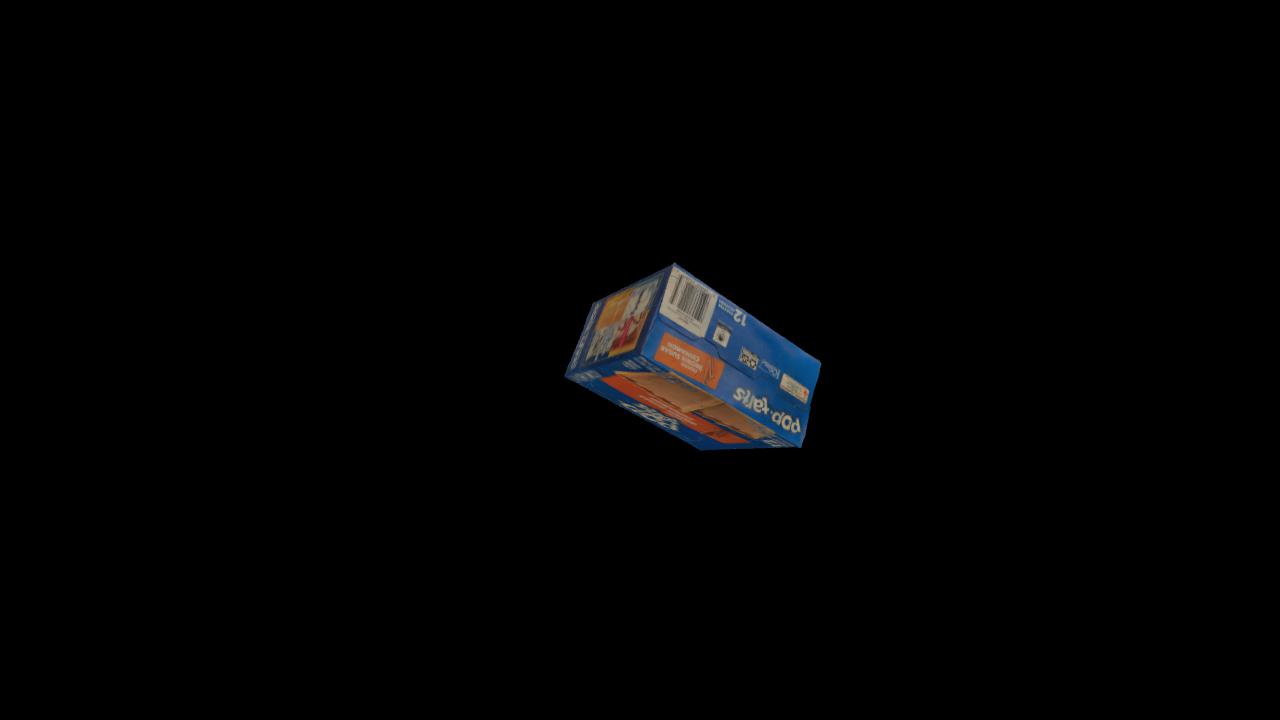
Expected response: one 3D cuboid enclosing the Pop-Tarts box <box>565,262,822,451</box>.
[{"bbox_3d":[0.043,0.009,0.536,0.167,0.083,0.141,31,-22,-23],"label":"Pop-Tarts box"}]
